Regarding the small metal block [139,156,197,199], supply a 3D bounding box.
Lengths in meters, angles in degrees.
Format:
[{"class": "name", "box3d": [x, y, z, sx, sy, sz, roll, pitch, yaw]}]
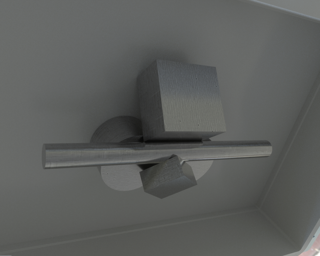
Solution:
[{"class": "small metal block", "box3d": [0.011, 0.061, 0.373, 0.050, 0.025, 0.050, -25, 151, 13]}]

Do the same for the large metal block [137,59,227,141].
[{"class": "large metal block", "box3d": [0.024, -0.028, 0.361, 0.081, 0.050, 0.080, 1, 75, -29]}]

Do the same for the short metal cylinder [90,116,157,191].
[{"class": "short metal cylinder", "box3d": [-0.042, 0.032, 0.389, 0.081, 0.050, 0.079, -14, 125, -21]}]

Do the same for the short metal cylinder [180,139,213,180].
[{"class": "short metal cylinder", "box3d": [0.028, 0.033, 0.429, 0.081, 0.050, 0.079, -14, 125, -21]}]

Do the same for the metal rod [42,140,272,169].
[{"class": "metal rod", "box3d": [0.020, 0.029, 0.372, 0.303, 0.025, 0.025, 1, 118, -29]}]
